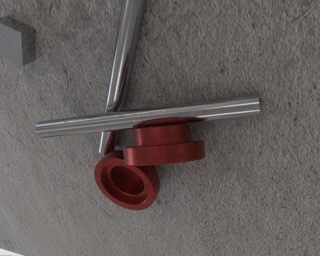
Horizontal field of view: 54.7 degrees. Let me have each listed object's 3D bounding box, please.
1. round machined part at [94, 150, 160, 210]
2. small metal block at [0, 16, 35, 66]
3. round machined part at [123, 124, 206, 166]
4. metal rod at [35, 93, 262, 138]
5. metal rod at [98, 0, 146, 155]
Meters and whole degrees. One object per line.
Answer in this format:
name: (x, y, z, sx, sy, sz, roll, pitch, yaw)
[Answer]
round machined part: (-0.045, 0.072, 0.462, 0.098, 0.042, 0.097, 13, 126, 18)
small metal block: (-0.206, -0.123, 0.439, 0.050, 0.025, 0.050, 26, 128, 12)
round machined part: (0.004, 0.019, 0.377, 0.098, 0.099, 0.042, -6, 88, 31)
metal rod: (-0.031, -0.011, 0.390, 0.301, 0.025, 0.025, -6, 116, 22)
metal rod: (-0.046, -0.081, 0.380, 0.025, 0.025, 0.298, 26, 128, 12)
